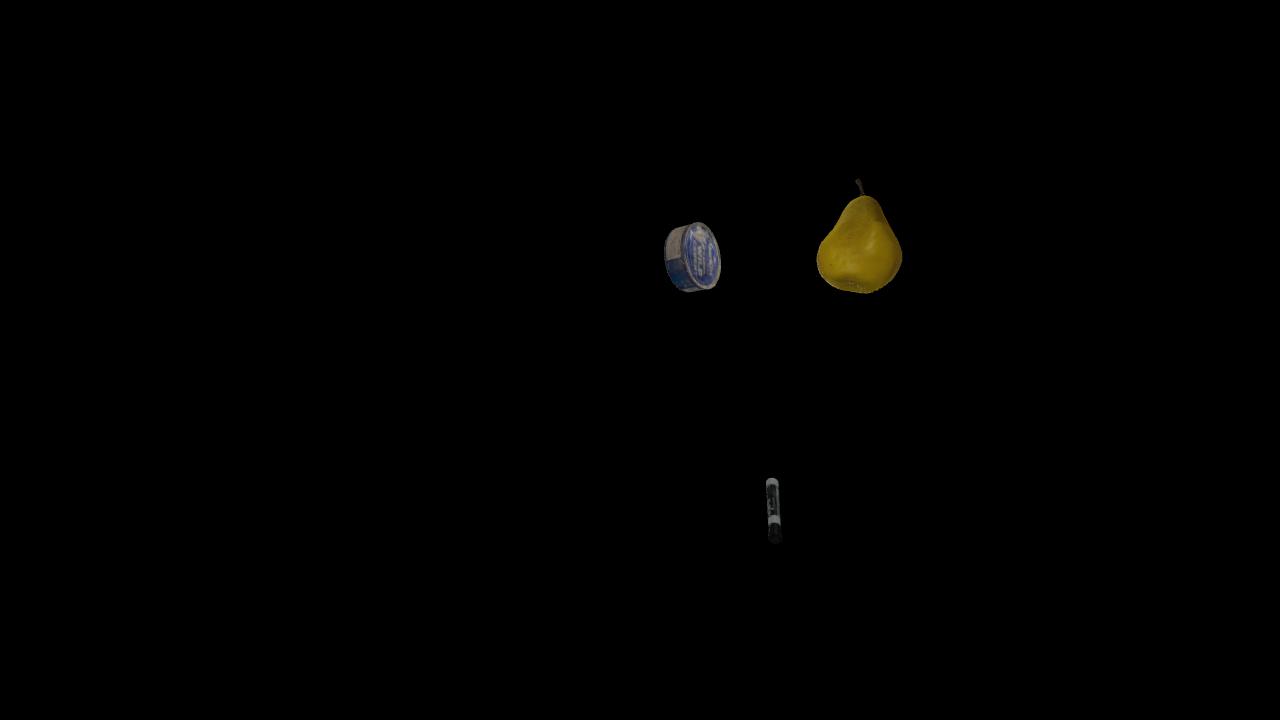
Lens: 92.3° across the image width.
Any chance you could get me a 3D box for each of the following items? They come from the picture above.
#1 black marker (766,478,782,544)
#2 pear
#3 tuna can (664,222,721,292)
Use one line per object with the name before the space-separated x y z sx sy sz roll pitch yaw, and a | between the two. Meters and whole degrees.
black marker | 0.190 0.214 0.876 0.020 0.020 0.121 0 30 10
pear | 0.223 -0.124 0.612 0.080 0.111 0.080 17 -5 1
tuna can | 0.066 -0.127 0.770 0.034 0.084 0.084 -6 -4 38
